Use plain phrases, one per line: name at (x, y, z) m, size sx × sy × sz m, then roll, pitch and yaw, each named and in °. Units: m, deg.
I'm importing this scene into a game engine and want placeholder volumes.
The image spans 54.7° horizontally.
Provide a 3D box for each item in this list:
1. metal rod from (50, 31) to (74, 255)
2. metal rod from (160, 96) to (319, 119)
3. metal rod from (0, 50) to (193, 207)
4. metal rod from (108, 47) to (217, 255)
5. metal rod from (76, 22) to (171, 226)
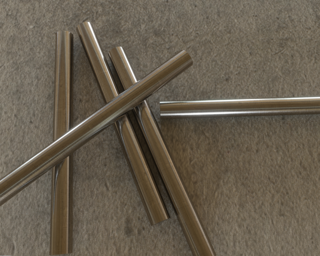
metal rod at (-0.127, 0.004, 0.404) m, size 0.025 × 0.025 × 0.299 m, roll -5°, pitch 70°, yaw -2°
metal rod at (0.151, -0.029, 0.420) m, size 0.302 × 0.025 × 0.025 m, roll -2°, pitch 70°, yaw -1°
metal rod at (-0.080, -0.004, 0.380) m, size 0.301 × 0.025 × 0.025 m, roll -38°, pitch 75°, yaw -13°
metal rod at (-0.005, 0.020, 0.400) m, size 0.025 × 0.025 × 0.299 m, roll -22°, pitch 72°, yaw -8°
metal rod at (-0.055, -0.019, 0.414) m, size 0.025 × 0.025 × 0.299 m, roll -21°, pitch 72°, yaw -8°
